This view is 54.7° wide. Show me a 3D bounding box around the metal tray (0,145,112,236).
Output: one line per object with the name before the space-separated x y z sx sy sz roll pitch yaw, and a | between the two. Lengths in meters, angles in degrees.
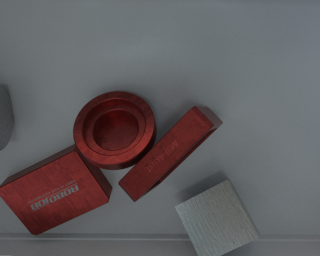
metal tray | -0.146 0.088 0.439 0.130 0.030 0.090 -26 108 9

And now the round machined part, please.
round machined part | -0.053 0.006 0.385 0.099 0.098 0.042 -7 153 2

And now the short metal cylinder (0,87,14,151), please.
short metal cylinder | -0.221 -0.011 0.375 0.050 0.080 0.079 0 110 0

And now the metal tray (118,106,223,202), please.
metal tray | 0.017 0.029 0.385 0.130 0.090 0.030 -46 79 14

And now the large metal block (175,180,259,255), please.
large metal block | 0.079 0.126 0.425 0.080 0.050 0.080 -30 70 10
